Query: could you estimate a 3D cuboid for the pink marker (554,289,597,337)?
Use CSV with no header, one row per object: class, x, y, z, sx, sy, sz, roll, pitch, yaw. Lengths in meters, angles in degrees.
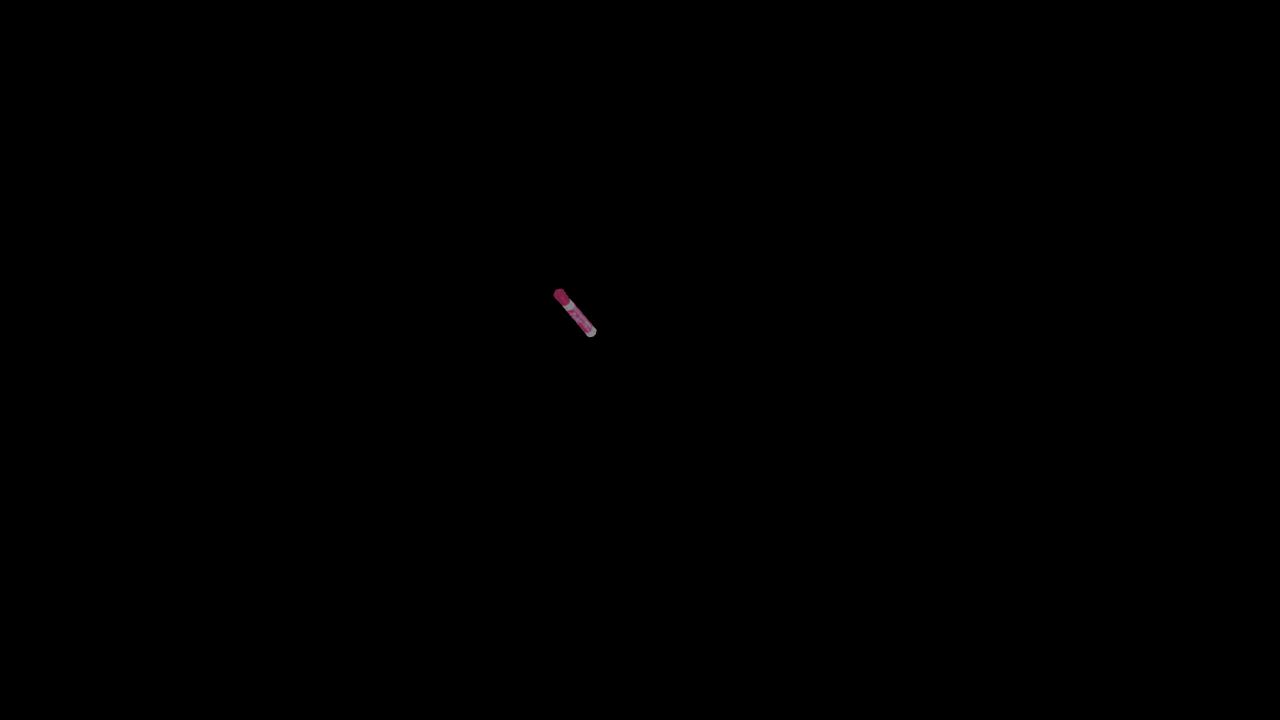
pink marker,-0.104,-0.075,0.988,0.020,0.020,0.121,0,-29,26
